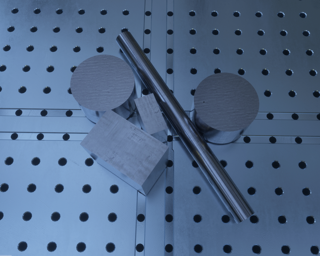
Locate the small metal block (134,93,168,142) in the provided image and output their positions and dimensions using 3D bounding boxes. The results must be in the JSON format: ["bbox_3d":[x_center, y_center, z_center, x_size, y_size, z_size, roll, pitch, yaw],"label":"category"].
[{"bbox_3d":[-0.011,-0.009,0.397,0.025,0.050,0.050,-20,72,-7],"label":"small metal block"}]

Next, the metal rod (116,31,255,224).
[{"bbox_3d":[0.024,-0.013,0.412,0.025,0.025,0.299,-30,73,-10],"label":"metal rod"}]

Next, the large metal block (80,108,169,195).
[{"bbox_3d":[-0.037,0.032,0.366,0.080,0.080,0.050,32,74,11],"label":"large metal block"}]

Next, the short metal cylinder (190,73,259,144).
[{"bbox_3d":[0.082,-0.025,0.404,0.081,0.050,0.080,0,70,0],"label":"short metal cylinder"}]

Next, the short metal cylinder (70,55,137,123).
[{"bbox_3d":[-0.072,-0.050,0.412,0.081,0.050,0.080,0,70,0],"label":"short metal cylinder"}]
